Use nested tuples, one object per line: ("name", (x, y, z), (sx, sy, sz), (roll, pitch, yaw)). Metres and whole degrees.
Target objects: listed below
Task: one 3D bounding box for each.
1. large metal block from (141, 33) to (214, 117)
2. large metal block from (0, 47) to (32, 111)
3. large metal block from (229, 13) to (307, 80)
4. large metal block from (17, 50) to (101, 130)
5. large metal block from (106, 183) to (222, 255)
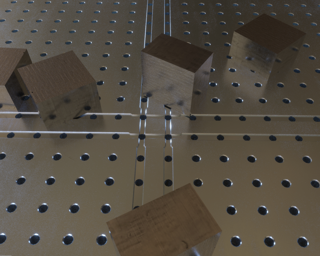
("large metal block", (0.022, -0.074, 0.435), (0.080, 0.080, 0.050), (27, 55, 20))
("large metal block", (-0.239, -0.072, 0.449), (0.080, 0.050, 0.080), (4, 50, 3))
("large metal block", (0.174, -0.135, 0.507), (0.080, 0.050, 0.080), (-35, 59, -26))
("large metal block", (-0.141, -0.056, 0.436), (0.081, 0.050, 0.080), (-26, 55, -21))
("large metal block", (0.003, 0.106, 0.283), (0.081, 0.080, 0.050), (-22, 54, -18))
